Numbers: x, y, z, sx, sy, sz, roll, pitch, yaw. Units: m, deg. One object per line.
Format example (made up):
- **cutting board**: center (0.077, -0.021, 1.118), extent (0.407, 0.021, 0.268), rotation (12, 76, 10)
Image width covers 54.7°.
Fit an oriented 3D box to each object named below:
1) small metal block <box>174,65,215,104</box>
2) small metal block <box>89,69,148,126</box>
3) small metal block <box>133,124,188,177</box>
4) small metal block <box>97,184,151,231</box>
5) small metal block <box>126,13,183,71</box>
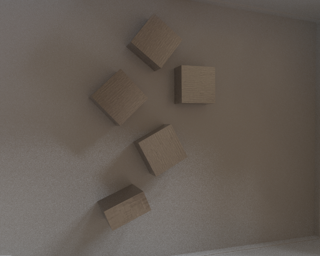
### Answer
- **small metal block**: center (0.048, -0.058, 0.428), extent (0.050, 0.025, 0.050), rotation (-1, 90, -20)
- **small metal block**: center (-0.053, -0.038, 0.391), extent (0.050, 0.025, 0.050), rotation (-46, 105, -14)
- **small metal block**: center (0.001, 0.029, 0.411), extent (0.050, 0.025, 0.050), rotation (-30, 100, -18)
- **small metal block**: center (-0.045, 0.095, 0.381), extent (0.050, 0.050, 0.025), rotation (-24, 98, -18)
- **small metal block**: center (-0.007, -0.112, 0.407), extent (0.050, 0.025, 0.050), rotation (39, 78, -16)
